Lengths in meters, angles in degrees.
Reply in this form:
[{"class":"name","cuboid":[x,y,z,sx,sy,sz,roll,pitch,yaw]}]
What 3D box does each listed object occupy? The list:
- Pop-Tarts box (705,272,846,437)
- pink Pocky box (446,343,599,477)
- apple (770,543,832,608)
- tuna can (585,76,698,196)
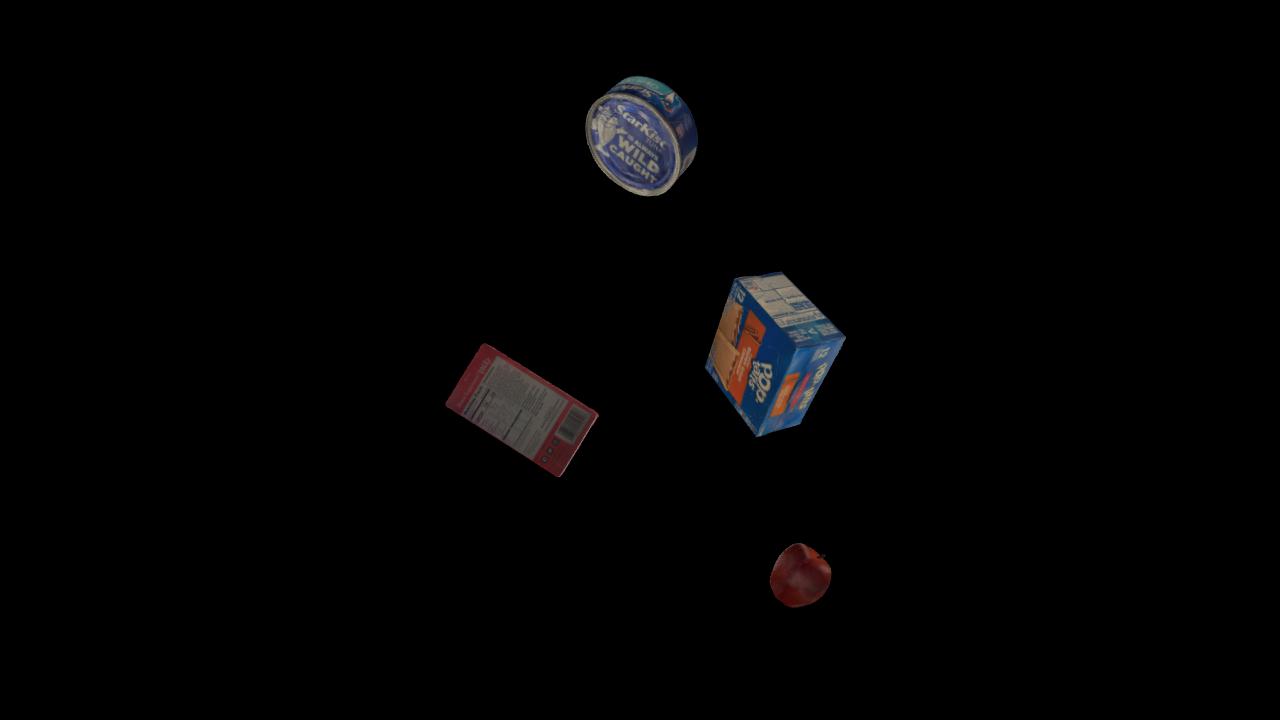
[{"class":"Pop-Tarts box","cuboid":[0.171,-0.008,0.821,0.083,0.167,0.141,-14,50,-25]},{"class":"pink Pocky box","cuboid":[-0.132,0.056,0.694,0.155,0.084,0.029,31,-1,5]},{"class":"apple","cuboid":[0.234,0.314,0.895,0.079,0.093,0.079,39,9,-8]},{"class":"tuna can","cuboid":[0.002,-0.171,0.473,0.084,0.084,0.034,0,44,46]}]
